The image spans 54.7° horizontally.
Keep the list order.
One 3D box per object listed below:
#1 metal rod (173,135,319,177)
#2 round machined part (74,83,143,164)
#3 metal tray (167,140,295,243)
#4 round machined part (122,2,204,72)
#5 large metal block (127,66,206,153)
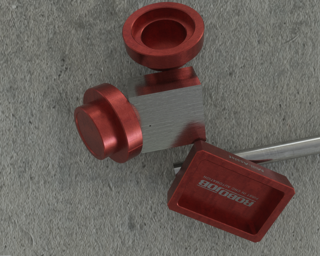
[{"bbox_3d":[0.168,0.030,0.412,0.302,0.025,0.025,-11,90,-1],"label":"metal rod"},{"bbox_3d":[-0.067,-0.001,0.369,0.042,0.098,0.098,-28,91,-31],"label":"round machined part"},{"bbox_3d":[0.085,0.081,0.386,0.131,0.030,0.089,23,110,-7],"label":"metal tray"},{"bbox_3d":[0.005,-0.109,0.387,0.099,0.042,0.098,-3,57,4],"label":"round machined part"},{"bbox_3d":[0.009,-0.022,0.379,0.080,0.050,0.080,-11,125,-1],"label":"large metal block"}]
